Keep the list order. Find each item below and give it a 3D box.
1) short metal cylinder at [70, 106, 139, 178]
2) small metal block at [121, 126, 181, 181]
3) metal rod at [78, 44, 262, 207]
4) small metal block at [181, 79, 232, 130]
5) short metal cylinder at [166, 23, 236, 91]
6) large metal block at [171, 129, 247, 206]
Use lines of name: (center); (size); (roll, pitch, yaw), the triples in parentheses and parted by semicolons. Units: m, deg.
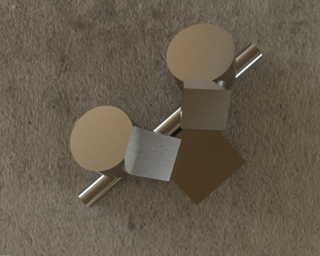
short metal cylinder: (-0.062, 0.018, 0.384); (0.080, 0.050, 0.080); (-5, 71, 14)
small metal block: (-0.010, 0.029, 0.349); (0.050, 0.025, 0.050); (16, 90, -33)
metal rod: (0.014, -0.003, 0.411); (0.300, 0.025, 0.025); (-41, 91, -1)
small metal block: (0.050, -0.026, 0.349); (0.050, 0.025, 0.050); (2, 121, -1)
short metal cylinder: (0.053, -0.081, 0.384); (0.080, 0.050, 0.080); (-5, 71, 14)
large metal block: (0.048, 0.037, 0.398); (0.080, 0.050, 0.080); (-41, 91, 0)
